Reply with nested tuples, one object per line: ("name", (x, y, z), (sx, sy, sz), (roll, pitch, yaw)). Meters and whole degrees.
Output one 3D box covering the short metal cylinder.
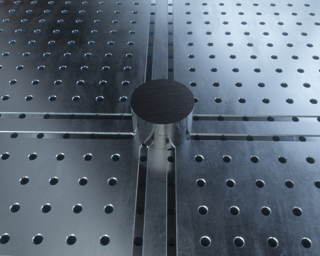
("short metal cylinder", (0.003, -0.019, 0.407), (0.080, 0.050, 0.080), (0, 50, 0))
